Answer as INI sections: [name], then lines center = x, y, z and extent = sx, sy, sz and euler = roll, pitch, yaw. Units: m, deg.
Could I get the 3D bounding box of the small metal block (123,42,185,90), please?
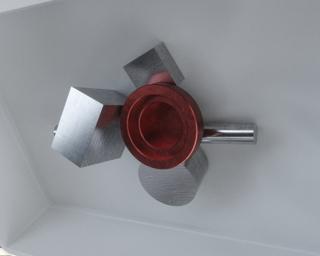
[small metal block]
center = -0.007, -0.066, 0.369
extent = 0.050, 0.025, 0.050
euler = -23, 107, 36

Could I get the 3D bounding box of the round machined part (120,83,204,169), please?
[round machined part]
center = 0.005, -0.004, 0.364
extent = 0.098, 0.042, 0.097
euler = 6, 104, 27

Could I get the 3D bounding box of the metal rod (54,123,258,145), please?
[metal rod]
center = -0.025, 0.006, 0.420
extent = 0.300, 0.025, 0.025
euler = 0, 119, 27

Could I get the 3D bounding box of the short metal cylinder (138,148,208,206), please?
[short metal cylinder]
center = 0.018, 0.057, 0.413
extent = 0.080, 0.050, 0.079
euler = 13, 124, 20

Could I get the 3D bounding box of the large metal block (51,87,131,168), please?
[large metal block]
center = -0.078, -0.003, 0.390
extent = 0.050, 0.080, 0.079
euler = 30, 106, 23
